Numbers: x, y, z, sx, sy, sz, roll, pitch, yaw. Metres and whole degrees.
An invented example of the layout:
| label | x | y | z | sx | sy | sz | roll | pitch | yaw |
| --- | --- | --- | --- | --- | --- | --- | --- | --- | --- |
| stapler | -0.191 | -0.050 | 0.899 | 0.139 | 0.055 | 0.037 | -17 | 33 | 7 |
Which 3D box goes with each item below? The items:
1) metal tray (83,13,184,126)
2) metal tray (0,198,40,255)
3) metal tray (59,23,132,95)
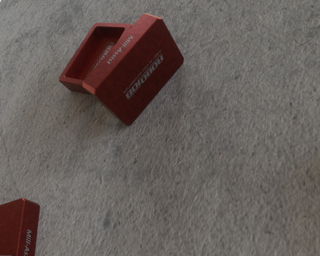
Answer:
| label | x | y | z | sx | sy | sz | roll | pitch | yaw |
| --- | --- | --- | --- | --- | --- | --- | --- | --- | --- |
| metal tray | -0.031 | -0.078 | 0.424 | 0.030 | 0.090 | 0.130 | 33 | 80 | 38 |
| metal tray | -0.210 | 0.167 | 0.406 | 0.090 | 0.030 | 0.130 | -19 | 54 | 16 |
| metal tray | -0.102 | -0.119 | 0.524 | 0.090 | 0.030 | 0.130 | 15 | 69 | 33 |
